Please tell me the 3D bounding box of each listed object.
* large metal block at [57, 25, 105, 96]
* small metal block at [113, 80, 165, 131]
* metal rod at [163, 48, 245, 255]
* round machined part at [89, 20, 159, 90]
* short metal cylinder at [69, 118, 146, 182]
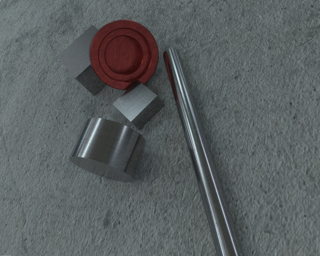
[{"bbox_3d":[-0.110,-0.113,0.513,0.080,0.050,0.080,-43,51,-2],"label":"large metal block"},{"bbox_3d":[-0.031,-0.033,0.439,0.050,0.025,0.050,-45,51,-4],"label":"small metal block"},{"bbox_3d":[0.043,0.010,0.374,0.025,0.025,0.299,-23,53,14],"label":"metal rod"},{"bbox_3d":[-0.055,-0.108,0.458,0.098,0.098,0.042,-43,24,-2],"label":"round machined part"},{"bbox_3d":[-0.063,0.029,0.383,0.080,0.080,0.050,5,64,30],"label":"short metal cylinder"}]
